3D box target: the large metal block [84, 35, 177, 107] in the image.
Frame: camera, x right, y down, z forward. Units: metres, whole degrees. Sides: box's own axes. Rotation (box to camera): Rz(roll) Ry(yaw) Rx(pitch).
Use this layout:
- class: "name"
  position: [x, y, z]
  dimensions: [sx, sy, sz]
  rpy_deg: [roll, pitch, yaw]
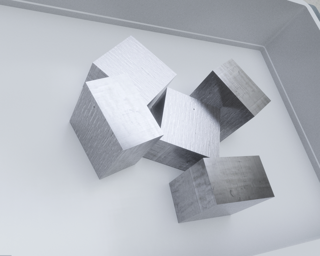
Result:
- class: "large metal block"
  position: [-0.038, -0.062, 0.406]
  dimensions: [0.080, 0.050, 0.080]
  rpy_deg: [41, 51, -1]

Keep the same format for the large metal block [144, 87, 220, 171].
- class: "large metal block"
  position: [0.030, 0.005, 0.402]
  dimensions: [0.080, 0.050, 0.080]
  rpy_deg: [21, 54, -17]

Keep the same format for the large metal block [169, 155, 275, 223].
- class: "large metal block"
  position: [0.069, 0.072, 0.364]
  dimensions: [0.081, 0.080, 0.050]
  rpy_deg: [1, 62, -28]

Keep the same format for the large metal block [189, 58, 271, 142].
- class: "large metal block"
  position: [0.093, -0.037, 0.443]
  dimensions: [0.080, 0.080, 0.050]
  rpy_deg: [49, 51, 6]

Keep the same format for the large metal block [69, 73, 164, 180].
- class: "large metal block"
  position: [-0.052, -0.001, 0.342]
  dimensions: [0.050, 0.080, 0.080]
  rpy_deg: [-21, 73, -36]
